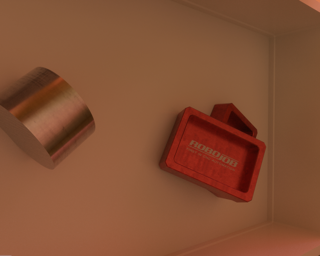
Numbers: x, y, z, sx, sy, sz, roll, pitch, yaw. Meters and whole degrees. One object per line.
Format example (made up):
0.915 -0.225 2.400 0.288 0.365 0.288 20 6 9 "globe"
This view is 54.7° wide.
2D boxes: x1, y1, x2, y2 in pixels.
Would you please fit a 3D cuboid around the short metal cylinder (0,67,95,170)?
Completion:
-0.107 -0.008 0.282 0.050 0.080 0.080 -47 119 -30 "short metal cylinder"

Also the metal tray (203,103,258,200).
0.103 0.037 0.492 0.090 0.030 0.130 39 66 -34 "metal tray"

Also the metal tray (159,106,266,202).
0.075 0.038 0.430 0.131 0.030 0.090 25 71 -9 "metal tray"
